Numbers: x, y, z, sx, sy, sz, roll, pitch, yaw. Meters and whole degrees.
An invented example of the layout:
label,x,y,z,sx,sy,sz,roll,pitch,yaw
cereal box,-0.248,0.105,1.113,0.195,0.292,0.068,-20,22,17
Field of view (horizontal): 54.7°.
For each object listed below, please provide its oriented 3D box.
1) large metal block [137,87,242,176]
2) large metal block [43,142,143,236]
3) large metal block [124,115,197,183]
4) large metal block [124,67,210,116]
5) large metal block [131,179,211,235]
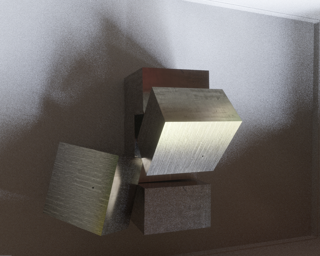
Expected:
label,x,y,z,sx,sy,sz,roll,pitch,yaw
large metal block,0.027,0.004,0.331,0.081,0.079,0.050,-1,46,-21
large metal block,-0.073,0.064,0.345,0.050,0.080,0.080,20,82,-63
large metal block,0.000,0.024,0.398,0.081,0.050,0.079,-1,90,-20
large metal block,0.006,-0.041,0.382,0.081,0.080,0.050,-1,91,-20
large metal block,0.007,0.090,0.383,0.081,0.080,0.050,0,90,-20
